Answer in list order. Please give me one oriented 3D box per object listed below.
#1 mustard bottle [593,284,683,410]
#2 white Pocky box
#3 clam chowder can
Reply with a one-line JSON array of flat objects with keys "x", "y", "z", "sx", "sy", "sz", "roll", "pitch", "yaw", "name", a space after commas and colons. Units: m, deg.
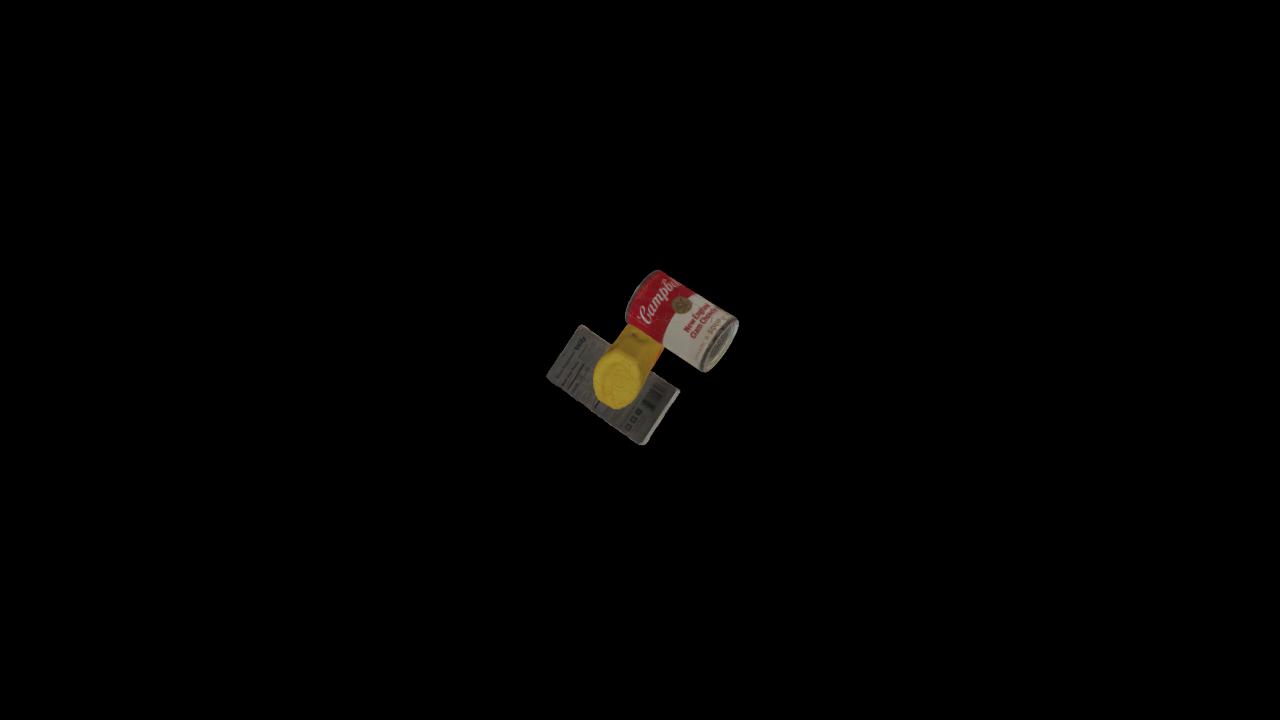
[{"x": 0.011, "y": -0.033, "z": 0.702, "sx": 0.054, "sy": 0.092, "sz": 0.184, "roll": 25, "pitch": 47, "yaw": 9, "name": "mustard bottle"}, {"x": -0.035, "y": 0.030, "z": 0.766, "sx": 0.154, "sy": 0.084, "sz": 0.028, "roll": 34, "pitch": 1, "yaw": 18, "name": "white Pocky box"}, {"x": 0.044, "y": -0.040, "z": 0.646, "sx": 0.102, "sy": 0.068, "sz": 0.068, "roll": 35, "pitch": 12, "yaw": 17, "name": "clam chowder can"}]
